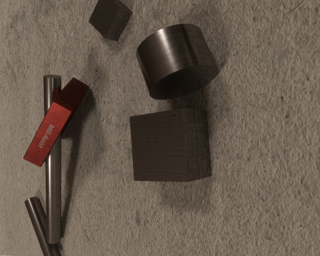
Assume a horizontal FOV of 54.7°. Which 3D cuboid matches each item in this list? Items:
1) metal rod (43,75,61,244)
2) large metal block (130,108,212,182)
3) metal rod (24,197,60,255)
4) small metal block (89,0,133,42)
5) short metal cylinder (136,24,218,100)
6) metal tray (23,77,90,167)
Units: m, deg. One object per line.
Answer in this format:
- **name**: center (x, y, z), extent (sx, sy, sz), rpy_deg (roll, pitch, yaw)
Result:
- **metal rod**: center (-0.176, 0.062, 0.510), extent (0.025, 0.025, 0.298), rpy_deg (23, 115, 37)
- **large metal block**: center (0.012, 0.022, 0.377), extent (0.080, 0.050, 0.080), rpy_deg (-7, 86, 39)
- **metal rod**: center (-0.180, 0.258, 0.550), extent (0.025, 0.025, 0.299), rpy_deg (-47, 63, 30)
- **small metal block**: center (-0.075, -0.167, 0.464), extent (0.050, 0.025, 0.050), rpy_deg (48, 118, 29)
- **short metal cylinder**: center (0.019, -0.072, 0.352), extent (0.080, 0.081, 0.050), rpy_deg (-29, 72, 36)
- **metal tray**: center (-0.166, -0.010, 0.499), extent (0.030, 0.090, 0.129), rpy_deg (31, 117, -13)
